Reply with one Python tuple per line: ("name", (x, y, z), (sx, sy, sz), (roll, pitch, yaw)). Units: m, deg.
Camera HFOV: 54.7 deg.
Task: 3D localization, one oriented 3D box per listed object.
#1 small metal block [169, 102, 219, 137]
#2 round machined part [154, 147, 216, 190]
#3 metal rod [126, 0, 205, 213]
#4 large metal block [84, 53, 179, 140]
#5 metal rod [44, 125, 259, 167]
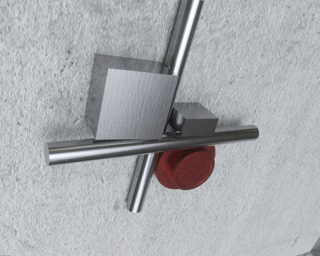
("small metal block", (0.040, -0.013, 0.408), (0.050, 0.050, 0.025), (-2, 119, -28))
("round machined part", (0.040, 0.052, 0.452), (0.099, 0.042, 0.097), (-14, 125, -21))
("metal rod", (-0.001, -0.013, 0.402), (0.025, 0.025, 0.298), (2, 118, -30))
("large metal block", (-0.035, -0.034, 0.352), (0.081, 0.050, 0.079), (1, 118, -29))
("metal rod", (0.013, 0.017, 0.395), (0.303, 0.025, 0.025), (-4, 121, -31))
